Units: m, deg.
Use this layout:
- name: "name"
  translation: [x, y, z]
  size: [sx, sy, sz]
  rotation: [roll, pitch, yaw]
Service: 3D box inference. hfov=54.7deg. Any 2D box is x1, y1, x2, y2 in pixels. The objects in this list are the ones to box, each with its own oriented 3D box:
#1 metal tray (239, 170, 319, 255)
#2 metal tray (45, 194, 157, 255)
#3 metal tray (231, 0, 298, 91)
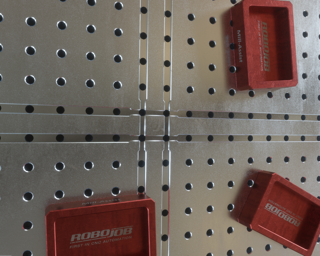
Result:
- name: "metal tray"
  translation: [0.196, 0.134, 0.484]
  size: [0.131, 0.030, 0.090]
  rotation: [30, 80, -18]
- name: "metal tray"
  translation: [-0.071, 0.136, 0.384]
  size: [0.131, 0.030, 0.089]
  rotation: [-2, 91, -21]
- name: "metal tray"
  translation: [0.160, -0.124, 0.470]
  size: [0.091, 0.030, 0.129]
  rotation: [-6, 92, -20]
